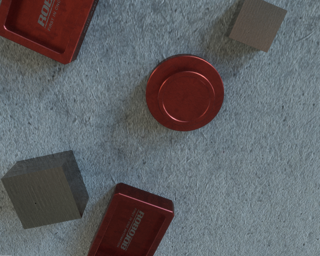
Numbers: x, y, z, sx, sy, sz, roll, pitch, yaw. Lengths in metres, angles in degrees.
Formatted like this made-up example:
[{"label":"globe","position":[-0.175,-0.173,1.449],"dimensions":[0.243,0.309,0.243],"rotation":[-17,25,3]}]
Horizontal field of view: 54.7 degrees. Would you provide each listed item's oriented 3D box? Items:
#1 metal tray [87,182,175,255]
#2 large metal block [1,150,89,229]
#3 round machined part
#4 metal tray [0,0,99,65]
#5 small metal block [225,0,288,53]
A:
[{"label":"metal tray","position":[-0.045,0.154,0.463],"dimensions":[0.090,0.030,0.129],"rotation":[22,108,-8]},{"label":"large metal block","position":[-0.153,0.084,0.425],"dimensions":[0.080,0.050,0.079],"rotation":[-12,110,4]},{"label":"round machined part","position":[0.031,-0.041,0.386],"dimensions":[0.099,0.042,0.097],"rotation":[0,110,-1]},{"label":"metal tray","position":[-0.120,-0.150,0.350],"dimensions":[0.090,0.030,0.129],"rotation":[24,108,-9]},{"label":"small metal block","position":[0.112,-0.123,0.366],"dimensions":[0.050,0.025,0.050],"rotation":[19,109,-8]}]
